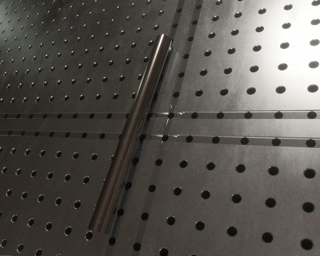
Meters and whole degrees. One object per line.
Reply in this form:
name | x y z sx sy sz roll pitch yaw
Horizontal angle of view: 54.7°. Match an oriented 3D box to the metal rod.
metal rod | -0.034 -0.008 0.429 0.025 0.025 0.300 3 63 29
